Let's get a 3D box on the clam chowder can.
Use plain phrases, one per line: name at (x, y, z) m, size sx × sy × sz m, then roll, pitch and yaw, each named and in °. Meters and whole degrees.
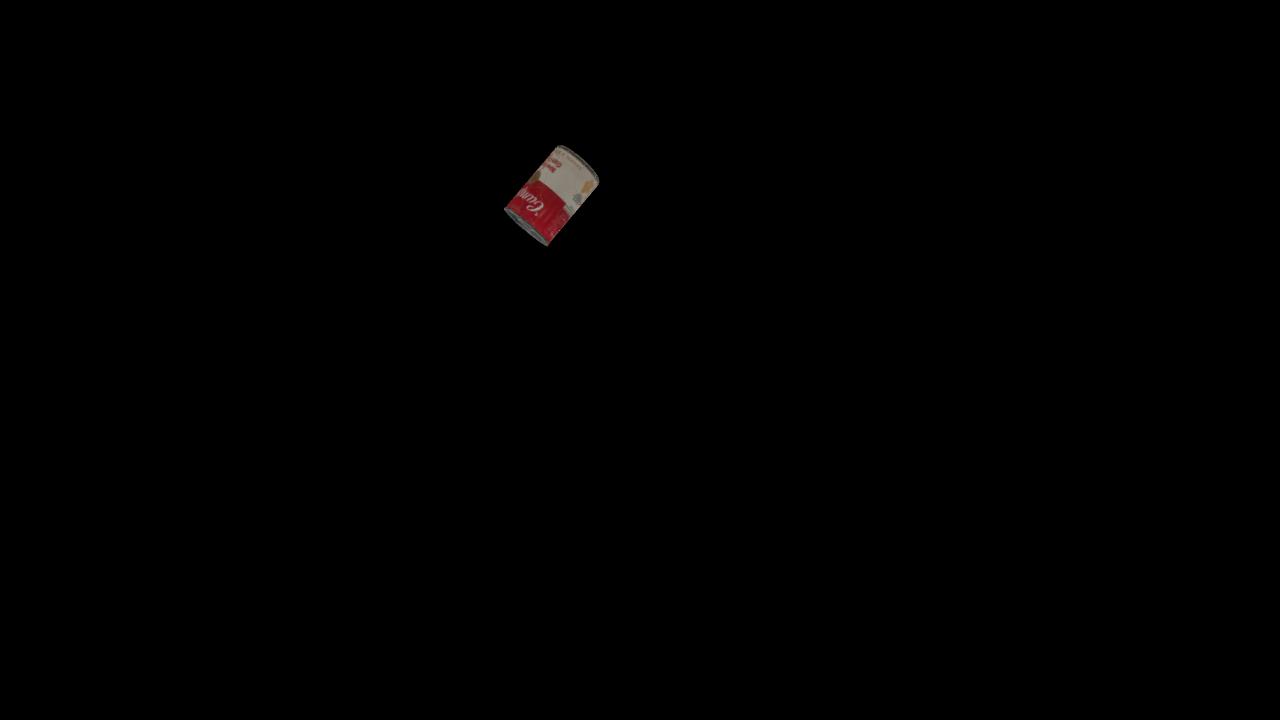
clam chowder can at (-0.105, -0.198, 0.741) m, size 0.068 × 0.102 × 0.068 m, roll 40°, pitch -3°, yaw 3°
